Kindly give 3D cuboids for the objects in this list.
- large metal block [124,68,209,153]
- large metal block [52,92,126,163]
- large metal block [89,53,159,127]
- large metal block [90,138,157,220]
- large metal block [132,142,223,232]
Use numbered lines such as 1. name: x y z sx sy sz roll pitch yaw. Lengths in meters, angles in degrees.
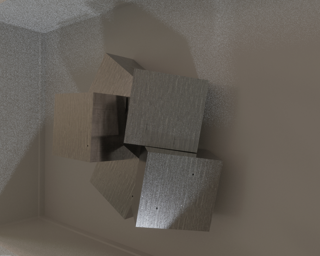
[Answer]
1. large metal block: 0.005 -0.021 0.355 0.081 0.050 0.079 8 97 -6
2. large metal block: -0.091 -0.002 0.394 0.080 0.050 0.079 4 91 40
3. large metal block: -0.050 -0.045 0.428 0.080 0.050 0.080 43 116 31
4. large metal block: -0.039 0.060 0.415 0.080 0.050 0.079 37 112 33
5. large metal block: 0.016 0.064 0.345 0.050 0.081 0.079 -138 57 -76
